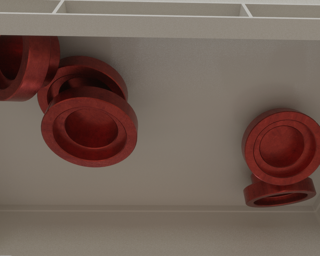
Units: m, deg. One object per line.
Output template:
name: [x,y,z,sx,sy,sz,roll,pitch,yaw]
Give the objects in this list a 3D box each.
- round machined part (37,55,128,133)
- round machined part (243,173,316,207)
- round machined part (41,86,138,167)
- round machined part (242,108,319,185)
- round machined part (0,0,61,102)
round machined part: [-0.087,-0.041,0.362,0.099,0.042,0.097,-1,130,0]
round machined part: [0.173,0.086,0.459,0.099,0.042,0.098,-4,153,-2]
round machined part: [-0.073,-0.005,0.337,0.099,0.042,0.097,-1,130,0]
round machined part: [0.156,0.021,0.403,0.099,0.042,0.097,1,105,2]
round machined part: [-0.138,-0.075,0.309,0.098,0.098,0.042,-43,158,29]
